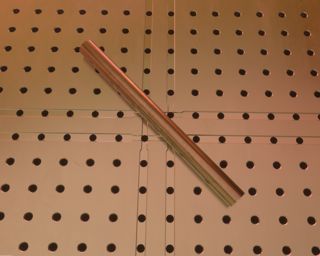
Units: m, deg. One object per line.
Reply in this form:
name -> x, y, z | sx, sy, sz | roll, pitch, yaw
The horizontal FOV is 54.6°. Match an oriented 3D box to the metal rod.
metal rod -> -0.006, -0.015, 0.418 | 0.025, 0.025, 0.300 | -41, 75, -13
